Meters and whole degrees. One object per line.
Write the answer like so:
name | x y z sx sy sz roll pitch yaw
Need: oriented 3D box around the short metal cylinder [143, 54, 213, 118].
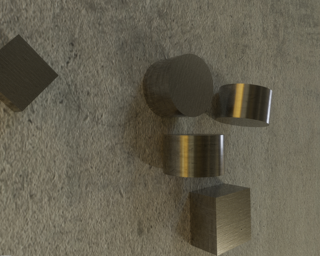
short metal cylinder | 0.025 -0.054 0.409 0.081 0.050 0.079 0 90 -40

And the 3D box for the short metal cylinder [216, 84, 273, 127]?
short metal cylinder | 0.129 -0.033 0.477 0.081 0.080 0.050 14 82 -39

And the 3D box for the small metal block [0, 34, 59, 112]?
small metal block | -0.135 -0.050 0.291 0.050 0.025 0.050 50 61 -28

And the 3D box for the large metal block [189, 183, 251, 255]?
large metal block | 0.092 0.133 0.466 0.081 0.050 0.079 -3 92 -40

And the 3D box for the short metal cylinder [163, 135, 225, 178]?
short metal cylinder | 0.044 0.033 0.406 0.081 0.080 0.050 0 90 -40
